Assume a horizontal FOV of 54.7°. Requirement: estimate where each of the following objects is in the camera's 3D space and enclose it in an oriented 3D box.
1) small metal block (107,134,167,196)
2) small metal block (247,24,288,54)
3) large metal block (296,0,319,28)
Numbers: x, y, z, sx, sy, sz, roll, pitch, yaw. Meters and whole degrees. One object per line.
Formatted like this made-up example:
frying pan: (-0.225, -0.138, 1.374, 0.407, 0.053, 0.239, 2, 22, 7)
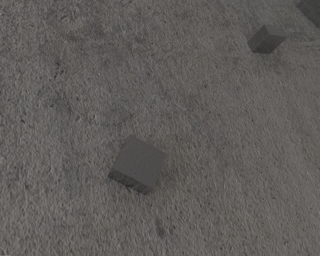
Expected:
small metal block: (-0.026, 0.043, 0.363, 0.050, 0.025, 0.050, 29, 52, -10)
small metal block: (0.210, -0.173, 0.606, 0.050, 0.050, 0.025, -3, 64, -30)
large metal block: (0.413, -0.317, 0.803, 0.080, 0.050, 0.080, 47, 51, 4)
